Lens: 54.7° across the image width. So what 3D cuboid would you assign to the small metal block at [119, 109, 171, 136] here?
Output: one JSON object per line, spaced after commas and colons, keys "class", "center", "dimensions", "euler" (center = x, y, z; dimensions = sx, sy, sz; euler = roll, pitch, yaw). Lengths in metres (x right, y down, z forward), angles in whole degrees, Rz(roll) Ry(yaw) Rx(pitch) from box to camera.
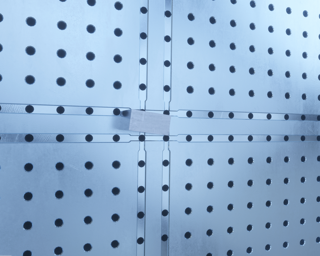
{"class": "small metal block", "center": [-0.020, -0.007, 0.393], "dimensions": [0.050, 0.050, 0.025], "euler": [8, 87, -20]}
